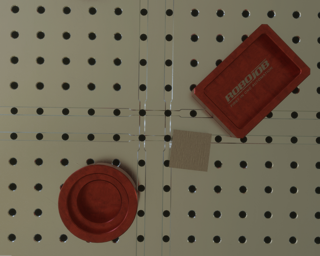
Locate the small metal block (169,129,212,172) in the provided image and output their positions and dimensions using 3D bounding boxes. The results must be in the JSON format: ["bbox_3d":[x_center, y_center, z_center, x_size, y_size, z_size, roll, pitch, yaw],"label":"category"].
[{"bbox_3d":[0.039,0.029,0.414,0.050,0.025,0.050,7,90,-1],"label":"small metal block"}]

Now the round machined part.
[{"bbox_3d":[-0.077,0.094,0.404,0.099,0.042,0.097,0,90,-1],"label":"round machined part"}]

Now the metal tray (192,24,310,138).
[{"bbox_3d":[0.119,-0.060,0.412,0.130,0.030,0.090,-44,91,0],"label":"metal tray"}]
